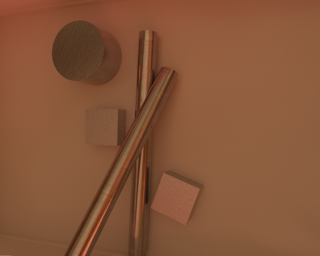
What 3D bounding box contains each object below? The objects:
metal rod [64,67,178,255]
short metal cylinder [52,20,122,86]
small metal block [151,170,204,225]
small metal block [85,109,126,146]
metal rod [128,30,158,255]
[{"bbox_3d":[-0.050,0.056,0.363,0.025,0.025,0.300,20,72,18],"label":"metal rod"},{"bbox_3d":[-0.101,-0.102,0.431,0.080,0.050,0.079,0,90,19],"label":"short metal cylinder"},{"bbox_3d":[0.023,0.089,0.402,0.050,0.025,0.050,22,97,18],"label":"small metal block"},{"bbox_3d":[-0.076,-0.002,0.436,0.050,0.025,0.050,2,91,19],"label":"small metal block"},{"bbox_3d":[-0.023,0.022,0.417,0.025,0.025,0.298,3,91,19],"label":"metal rod"}]
